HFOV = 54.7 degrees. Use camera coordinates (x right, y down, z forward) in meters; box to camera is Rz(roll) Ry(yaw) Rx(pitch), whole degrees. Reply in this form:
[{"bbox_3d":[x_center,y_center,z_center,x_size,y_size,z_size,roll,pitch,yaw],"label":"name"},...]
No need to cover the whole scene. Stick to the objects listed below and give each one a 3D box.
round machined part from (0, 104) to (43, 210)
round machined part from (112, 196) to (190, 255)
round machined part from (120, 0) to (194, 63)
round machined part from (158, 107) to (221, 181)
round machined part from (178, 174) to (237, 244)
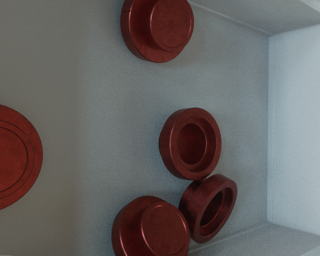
[{"bbox_3d":[-0.151,0.026,0.270,0.099,0.042,0.097,0,90,-40],"label":"round machined part"},{"bbox_3d":[-0.004,0.126,0.366,0.099,0.042,0.098,23,46,-26],"label":"round machined part"},{"bbox_3d":[0.004,-0.130,0.385,0.099,0.042,0.097,-15,114,-35],"label":"round machined part"},{"bbox_3d":[0.037,0.022,0.428,0.099,0.042,0.097,2,87,-39],"label":"round machined part"},{"bbox_3d":[0.064,0.108,0.438,0.099,0.042,0.097,-26,129,-38],"label":"round machined part"}]
